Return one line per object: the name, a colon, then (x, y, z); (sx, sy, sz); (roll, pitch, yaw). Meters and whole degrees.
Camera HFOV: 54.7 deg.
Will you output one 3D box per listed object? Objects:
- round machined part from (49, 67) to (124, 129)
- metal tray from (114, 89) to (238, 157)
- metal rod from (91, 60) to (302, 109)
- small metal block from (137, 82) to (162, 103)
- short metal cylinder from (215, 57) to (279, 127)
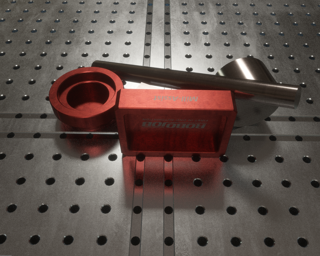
round machined part: (-0.097, -0.037, 0.426); (0.099, 0.042, 0.098); (0, 50, 0)
metal tray: (0.017, -0.003, 0.368); (0.131, 0.089, 0.030); (1, 51, 0)
metal rod: (0.022, -0.063, 0.404); (0.300, 0.025, 0.025); (14, 49, 34)
small metal block: (-0.008, -0.028, 0.415); (0.050, 0.050, 0.025); (21, 53, 16)
short metal cylinder: (0.114, -0.046, 0.412); (0.081, 0.080, 0.050); (-9, 51, -8)
